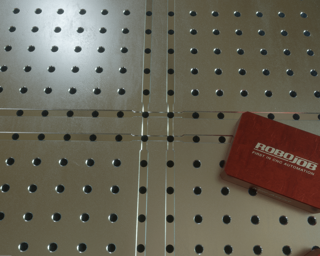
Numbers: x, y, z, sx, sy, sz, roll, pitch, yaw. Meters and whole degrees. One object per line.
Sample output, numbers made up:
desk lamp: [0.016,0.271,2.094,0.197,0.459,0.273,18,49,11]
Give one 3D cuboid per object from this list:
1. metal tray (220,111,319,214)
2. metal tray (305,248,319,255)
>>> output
metal tray: [0.153,0.042,0.394,0.130,0.030,0.090,20,71,7]
metal tray: [0.158,0.205,0.334,0.131,0.030,0.090,-30,73,-10]
